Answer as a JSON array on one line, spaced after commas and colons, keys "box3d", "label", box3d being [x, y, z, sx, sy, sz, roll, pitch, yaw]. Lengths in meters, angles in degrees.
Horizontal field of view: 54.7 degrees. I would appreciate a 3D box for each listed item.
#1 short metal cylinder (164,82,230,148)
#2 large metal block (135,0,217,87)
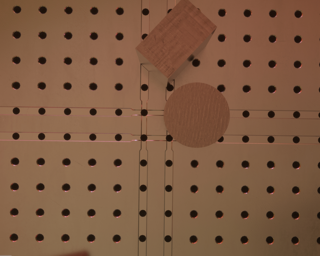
[{"box3d": [0.045, -0.016, 0.401, 0.081, 0.050, 0.079, 0, 90, 0], "label": "short metal cylinder"}, {"box3d": [0.018, -0.101, 0.386, 0.050, 0.080, 0.080, 43, 90, 0], "label": "large metal block"}]
